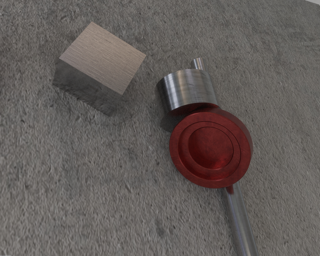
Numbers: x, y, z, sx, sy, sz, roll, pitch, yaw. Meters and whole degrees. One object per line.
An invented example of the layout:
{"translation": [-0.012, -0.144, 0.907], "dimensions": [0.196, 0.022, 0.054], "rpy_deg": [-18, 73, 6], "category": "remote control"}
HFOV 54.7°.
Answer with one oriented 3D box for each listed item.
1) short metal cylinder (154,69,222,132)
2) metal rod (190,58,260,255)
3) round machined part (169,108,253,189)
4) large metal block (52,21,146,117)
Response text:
{"translation": [0.036, -0.033, 0.408], "dimensions": [0.081, 0.080, 0.050], "rpy_deg": [4, 60, -26], "category": "short metal cylinder"}
{"translation": [0.084, 0.026, 0.432], "dimensions": [0.025, 0.025, 0.299], "rpy_deg": [5, 60, -26], "category": "metal rod"}
{"translation": [0.065, 0.022, 0.383], "dimensions": [0.098, 0.098, 0.042], "rpy_deg": [45, 30, 3], "category": "round machined part"}
{"translation": [-0.075, -0.075, 0.393], "dimensions": [0.080, 0.050, 0.080], "rpy_deg": [31, 52, -9], "category": "large metal block"}
